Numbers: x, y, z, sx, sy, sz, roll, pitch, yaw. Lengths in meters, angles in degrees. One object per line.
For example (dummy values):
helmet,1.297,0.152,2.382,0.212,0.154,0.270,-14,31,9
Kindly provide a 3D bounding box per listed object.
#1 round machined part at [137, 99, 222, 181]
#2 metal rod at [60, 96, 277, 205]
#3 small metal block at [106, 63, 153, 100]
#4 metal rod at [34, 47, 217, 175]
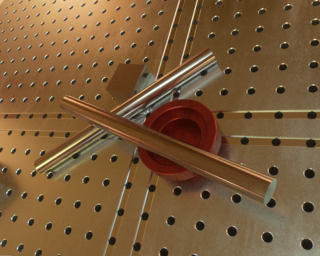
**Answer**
round machined part,0.026,0.017,0.372,0.098,0.042,0.098,-13,57,20
metal rod,-0.018,0.011,0.356,0.300,0.025,0.025,21,73,35
small metal block,-0.047,-0.070,0.474,0.050,0.025,0.050,10,66,32
metal rod,-0.053,-0.022,0.447,0.300,0.025,0.025,-33,52,6
